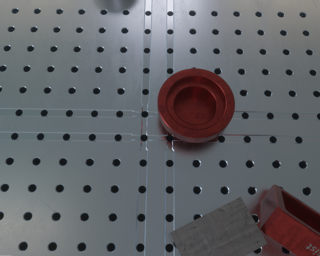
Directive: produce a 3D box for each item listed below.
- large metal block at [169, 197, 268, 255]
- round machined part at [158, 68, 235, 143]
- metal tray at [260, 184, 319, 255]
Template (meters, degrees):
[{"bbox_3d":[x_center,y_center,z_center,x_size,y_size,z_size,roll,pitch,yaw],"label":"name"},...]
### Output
[{"bbox_3d":[0.057,0.121,0.339,0.080,0.080,0.050,-24,72,-9],"label":"large metal block"},{"bbox_3d":[0.046,-0.026,0.413,0.099,0.042,0.098,0,70,0],"label":"round machined part"},{"bbox_3d":[0.173,0.120,0.332,0.130,0.090,0.030,34,104,11],"label":"metal tray"}]
